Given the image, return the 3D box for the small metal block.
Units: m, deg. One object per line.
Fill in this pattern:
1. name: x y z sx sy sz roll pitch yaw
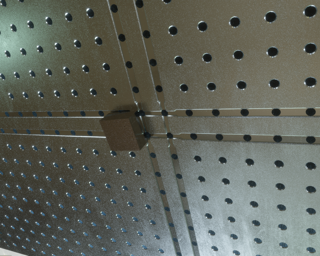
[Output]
1. small metal block: -0.051 0.005 0.439 0.050 0.025 0.050 -4 117 29
